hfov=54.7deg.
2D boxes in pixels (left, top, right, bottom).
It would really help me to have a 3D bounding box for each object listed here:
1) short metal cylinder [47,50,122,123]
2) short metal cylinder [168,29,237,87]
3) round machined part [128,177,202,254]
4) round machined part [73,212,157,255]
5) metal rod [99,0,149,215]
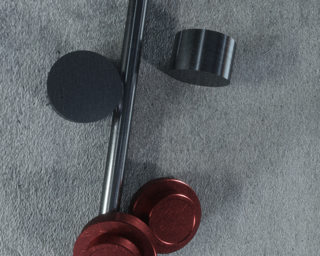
[{"bbox_3d":[-0.090,-0.046,0.363,0.081,0.050,0.079,0,90,-21],"label":"short metal cylinder"},{"bbox_3d":[0.054,-0.088,0.401,0.081,0.080,0.050,12,86,-20],"label":"short metal cylinder"},{"bbox_3d":[0.011,0.116,0.405,0.099,0.042,0.097,0,90,-21],"label":"round machined part"},{"bbox_3d":[-0.053,0.153,0.361,0.099,0.042,0.097,1,102,3],"label":"round machined part"},{"bbox_3d":[-0.044,-0.038,0.393,0.025,0.025,0.298,9,87,-20],"label":"metal rod"}]
